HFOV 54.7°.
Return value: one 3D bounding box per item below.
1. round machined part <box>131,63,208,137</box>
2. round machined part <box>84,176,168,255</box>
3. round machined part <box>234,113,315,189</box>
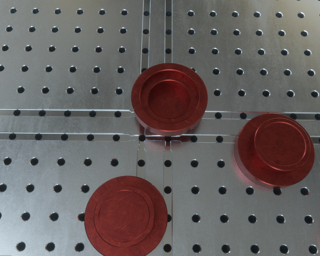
[{"bbox_3d":[0.012,-0.034,0.415,0.099,0.042,0.098,0,70,-1],"label":"round machined part"},{"bbox_3d":[-0.040,0.104,0.364,0.099,0.042,0.098,0,70,-1],"label":"round machined part"},{"bbox_3d":[0.149,0.025,0.395,0.099,0.042,0.098,0,70,-1],"label":"round machined part"}]
